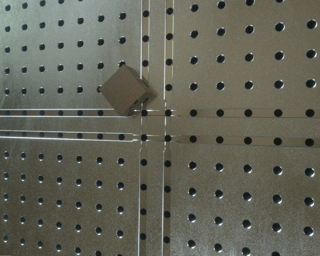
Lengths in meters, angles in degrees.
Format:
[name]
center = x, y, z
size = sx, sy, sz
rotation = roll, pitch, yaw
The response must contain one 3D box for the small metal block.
[small metal block]
center = -0.048, -0.051, 0.428
size = 0.050, 0.025, 0.050
rotation = -42, 77, 15
